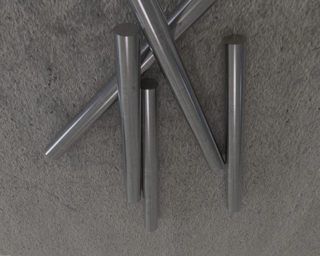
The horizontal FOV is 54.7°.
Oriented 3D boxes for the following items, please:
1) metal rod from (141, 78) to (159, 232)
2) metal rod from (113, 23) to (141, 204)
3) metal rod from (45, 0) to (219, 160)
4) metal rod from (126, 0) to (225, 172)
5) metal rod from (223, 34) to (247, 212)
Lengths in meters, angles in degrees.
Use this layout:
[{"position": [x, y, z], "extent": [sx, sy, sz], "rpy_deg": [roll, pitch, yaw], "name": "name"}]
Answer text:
[{"position": [-0.015, 0.062, 0.459], "extent": [0.025, 0.025, 0.298], "rpy_deg": [0, 130, 0], "name": "metal rod"}, {"position": [-0.037, 0.011, 0.393], "extent": [0.025, 0.025, 0.298], "rpy_deg": [2, 137, -2], "name": "metal rod"}, {"position": [-0.049, -0.050, 0.363], "extent": [0.025, 0.025, 0.299], "rpy_deg": [35, 122, -26], "name": "metal rod"}, {"position": [0.028, -0.039, 0.350], "extent": [0.025, 0.025, 0.299], "rpy_deg": [-17, 136, 14], "name": "metal rod"}, {"position": [0.101, 0.018, 0.423], "extent": [0.025, 0.025, 0.298], "rpy_deg": [-7, 130, 5], "name": "metal rod"}]
